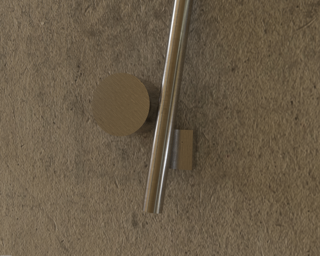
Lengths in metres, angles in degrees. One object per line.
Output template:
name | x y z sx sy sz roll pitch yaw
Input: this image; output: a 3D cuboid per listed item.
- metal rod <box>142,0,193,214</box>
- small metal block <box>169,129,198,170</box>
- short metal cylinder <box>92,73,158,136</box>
metal rod | 0.013 -0.047 0.384 0.025 0.025 0.298 7 85 20
small metal block | 0.021 0.027 0.402 0.050 0.025 0.050 2 91 20
short metal cylinder | -0.042 -0.029 0.410 0.080 0.050 0.080 0 90 20
